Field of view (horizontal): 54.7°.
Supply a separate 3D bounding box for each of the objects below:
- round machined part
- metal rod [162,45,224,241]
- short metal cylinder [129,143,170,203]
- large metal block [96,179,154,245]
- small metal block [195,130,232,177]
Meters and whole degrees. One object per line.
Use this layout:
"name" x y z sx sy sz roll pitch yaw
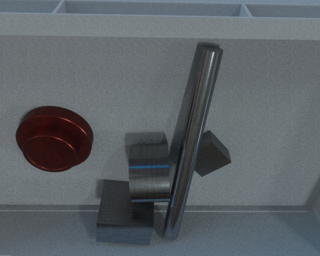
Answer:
"round machined part" -0.142 0.022 0.414 0.099 0.042 0.097 -1 130 0
"metal rod" 0.036 0.040 0.412 0.025 0.025 0.298 6 121 -6
"short metal cylinder" -0.013 0.061 0.425 0.050 0.080 0.079 -2 130 1
"large metal block" -0.053 0.131 0.484 0.081 0.080 0.050 6 130 -6
"small metal block" 0.065 0.038 0.442 0.050 0.025 0.050 -31 124 23
